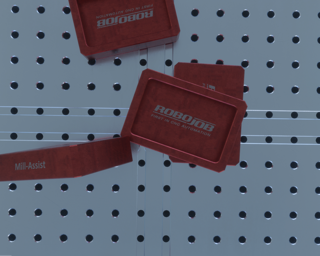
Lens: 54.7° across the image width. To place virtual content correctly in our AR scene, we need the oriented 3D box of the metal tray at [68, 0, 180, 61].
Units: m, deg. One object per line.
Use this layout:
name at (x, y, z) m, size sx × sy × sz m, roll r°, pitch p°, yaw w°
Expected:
metal tray at (-0.047, -0.149, 0.410) m, size 0.131 × 0.030 × 0.089 m, roll -13°, pitch 90°, yaw -1°

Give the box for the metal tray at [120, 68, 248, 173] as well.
metal tray at (0.028, -0.009, 0.379) m, size 0.131 × 0.030 × 0.090 m, roll 19°, pitch 91°, yaw 3°

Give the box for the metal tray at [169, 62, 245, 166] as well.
metal tray at (0.060, -0.018, 0.412) m, size 0.091 × 0.030 × 0.129 m, roll 3°, pitch 90°, yaw -1°

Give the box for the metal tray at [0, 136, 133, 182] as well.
metal tray at (-0.109, 0.035, 0.352) m, size 0.130 × 0.091 × 0.030 m, roll -8°, pitch 90°, yaw 31°
